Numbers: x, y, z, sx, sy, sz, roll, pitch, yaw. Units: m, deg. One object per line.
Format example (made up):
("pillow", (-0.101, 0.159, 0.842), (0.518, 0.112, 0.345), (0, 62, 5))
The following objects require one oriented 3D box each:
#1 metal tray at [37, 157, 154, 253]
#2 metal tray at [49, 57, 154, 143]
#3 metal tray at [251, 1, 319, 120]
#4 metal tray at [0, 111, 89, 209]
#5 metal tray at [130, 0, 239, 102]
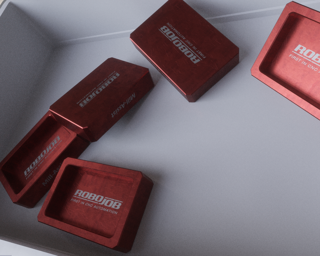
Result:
("metal tray", (-0.082, 0.091, 0.387), (0.130, 0.030, 0.090), (6, 65, 30))
("metal tray", (-0.083, -0.047, 0.452), (0.090, 0.030, 0.130), (24, 60, 36))
("metal tray", (0.168, -0.066, 0.323), (0.130, 0.030, 0.089), (48, 126, 39))
("metal tray", (-0.179, 0.043, 0.467), (0.130, 0.030, 0.090), (-49, 52, -7))
("metal tray", (0.032, -0.110, 0.425), (0.090, 0.030, 0.130), (-42, 70, 0))
